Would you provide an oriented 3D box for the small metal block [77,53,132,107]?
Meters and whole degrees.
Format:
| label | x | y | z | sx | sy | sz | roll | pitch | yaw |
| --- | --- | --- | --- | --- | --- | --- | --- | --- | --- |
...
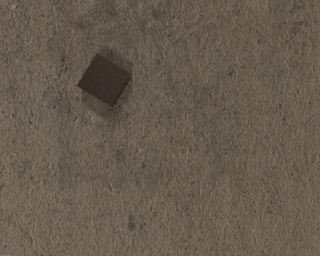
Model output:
| label | x | y | z | sx | sy | sz | roll | pitch | yaw |
| --- | --- | --- | --- | --- | --- | --- | --- | --- | --- |
| small metal block | -0.072 | -0.062 | 0.409 | 0.050 | 0.025 | 0.050 | 31 | 90 | -1 |
